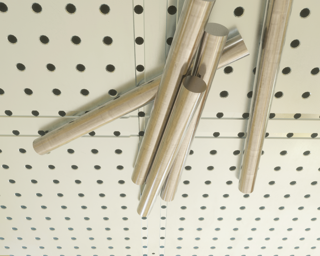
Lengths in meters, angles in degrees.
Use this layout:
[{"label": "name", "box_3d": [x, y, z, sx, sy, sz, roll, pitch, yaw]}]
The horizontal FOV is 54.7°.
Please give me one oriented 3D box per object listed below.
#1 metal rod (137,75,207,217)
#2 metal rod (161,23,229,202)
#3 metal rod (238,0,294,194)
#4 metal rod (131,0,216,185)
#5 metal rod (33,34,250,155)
[{"label": "metal rod", "box_3d": [0.003, 0.049, 0.419, 0.025, 0.025, 0.298, 9, 140, -8]}, {"label": "metal rod", "box_3d": [0.032, 0.008, 0.398, 0.025, 0.025, 0.298, 6, 137, -5]}, {"label": "metal rod", "box_3d": [0.128, -0.018, 0.398, 0.025, 0.025, 0.298, -3, 130, 2]}, {"label": "metal rod", "box_3d": [0.002, -0.017, 0.367, 0.025, 0.025, 0.298, 10, 138, -9]}, {"label": "metal rod", "box_3d": [-0.038, -0.032, 0.383, 0.300, 0.025, 0.025, -24, 126, 19]}]
